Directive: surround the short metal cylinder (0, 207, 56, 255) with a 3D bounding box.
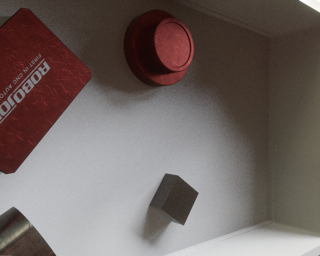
[{"bbox_3d":[-0.126,0.116,0.266,0.050,0.080,0.080,-37,113,-34],"label":"short metal cylinder"}]

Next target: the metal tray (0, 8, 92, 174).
[{"bbox_3d":[-0.137,-0.035,0.289,0.090,0.030,0.130,47,62,-30],"label":"metal tray"}]

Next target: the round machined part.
[{"bbox_3d":[0.006,-0.104,0.402,0.099,0.042,0.097,0,90,-40],"label":"round machined part"}]

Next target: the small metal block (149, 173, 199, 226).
[{"bbox_3d":[0.020,0.098,0.426,0.050,0.025,0.050,44,64,-32],"label":"small metal block"}]
